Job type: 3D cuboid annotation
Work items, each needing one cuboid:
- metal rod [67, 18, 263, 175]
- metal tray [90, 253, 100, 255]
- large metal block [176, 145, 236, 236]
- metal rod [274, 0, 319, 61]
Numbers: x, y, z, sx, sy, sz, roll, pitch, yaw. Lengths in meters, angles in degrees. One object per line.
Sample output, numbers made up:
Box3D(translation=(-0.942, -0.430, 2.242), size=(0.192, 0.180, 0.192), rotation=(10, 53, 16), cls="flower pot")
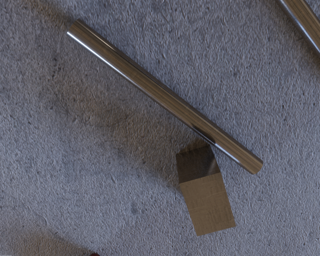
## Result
Box3D(translation=(0.016, -0.032, 0.398), size=(0.301, 0.025, 0.025), rotation=(36, 106, -13), cls="metal rod")
Box3D(translation=(-0.088, 0.274, 0.506), size=(0.130, 0.030, 0.090), rotation=(41, 105, -14), cls="metal tray")
Box3D(translation=(0.058, 0.080, 0.411), size=(0.050, 0.080, 0.080), rotation=(-17, 110, 6), cls="large metal block")
Box3D(translation=(0.159, -0.139, 0.360), size=(0.025, 0.025, 0.300), rotation=(-42, 106, 13), cls="metal rod")
